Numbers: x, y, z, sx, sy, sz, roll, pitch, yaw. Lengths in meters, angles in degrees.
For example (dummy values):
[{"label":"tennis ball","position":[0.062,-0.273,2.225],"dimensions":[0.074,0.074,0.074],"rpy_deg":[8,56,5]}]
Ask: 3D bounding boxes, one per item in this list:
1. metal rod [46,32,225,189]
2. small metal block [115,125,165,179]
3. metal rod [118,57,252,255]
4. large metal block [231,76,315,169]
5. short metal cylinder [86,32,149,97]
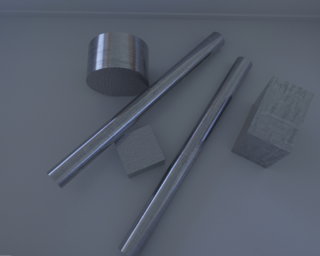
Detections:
[{"label":"metal rod","position":[-0.017,-0.036,0.405],"dimensions":[0.025,0.025,0.301],"rpy_deg":[42,68,13]},{"label":"small metal block","position":[-0.027,0.030,0.398],"dimensions":[0.050,0.025,0.050],"rpy_deg":[-22,72,-8]},{"label":"metal rod","position":[0.042,0.026,0.400],"dimensions":[0.025,0.025,0.300],"rpy_deg":[30,72,10]},{"label":"large metal block","position":[0.136,-0.004,0.384],"dimensions":[0.050,0.080,0.080],"rpy_deg":[27,72,9]},{"label":"short metal cylinder","position":[-0.055,-0.081,0.410],"dimensions":[0.081,0.080,0.050],"rpy_deg":[-1,70,-1]}]
